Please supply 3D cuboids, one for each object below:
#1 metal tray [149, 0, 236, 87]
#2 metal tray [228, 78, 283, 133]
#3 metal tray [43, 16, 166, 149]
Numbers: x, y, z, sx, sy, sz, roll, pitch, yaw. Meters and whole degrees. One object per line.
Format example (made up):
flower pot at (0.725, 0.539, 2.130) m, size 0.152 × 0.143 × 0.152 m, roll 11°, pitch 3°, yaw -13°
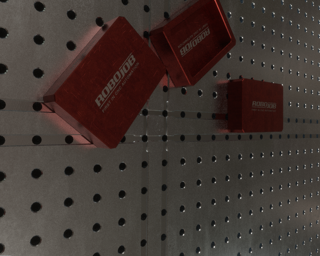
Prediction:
metal tray at (0.053, -0.130, 0.451) m, size 0.131 × 0.030 × 0.090 m, roll -45°, pitch 117°, yaw -31°
metal tray at (0.174, -0.037, 0.555) m, size 0.131 × 0.030 × 0.089 m, roll -1°, pitch 90°, yaw -40°
metal tray at (-0.057, -0.052, 0.360) m, size 0.090 × 0.030 × 0.130 m, roll 46°, pitch 62°, yaw -31°
